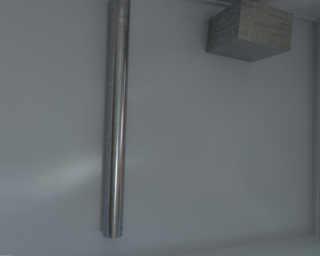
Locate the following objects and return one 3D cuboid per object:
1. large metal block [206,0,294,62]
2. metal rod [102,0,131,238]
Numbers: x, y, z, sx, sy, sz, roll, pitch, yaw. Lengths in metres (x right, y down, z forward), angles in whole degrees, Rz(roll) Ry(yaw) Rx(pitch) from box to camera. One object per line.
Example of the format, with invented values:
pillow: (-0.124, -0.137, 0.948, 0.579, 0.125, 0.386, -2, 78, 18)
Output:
large metal block: (0.121, -0.130, 0.427, 0.081, 0.080, 0.050, 6, 88, -20)
metal rod: (-0.055, -0.015, 0.391, 0.025, 0.025, 0.298, 2, 89, -20)
